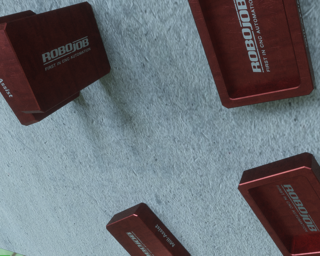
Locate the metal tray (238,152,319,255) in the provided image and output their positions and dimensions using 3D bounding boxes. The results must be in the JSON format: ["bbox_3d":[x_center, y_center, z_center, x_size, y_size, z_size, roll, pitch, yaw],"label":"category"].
[{"bbox_3d":[0.168,0.100,0.376,0.090,0.030,0.130,-27,104,37],"label":"metal tray"}]

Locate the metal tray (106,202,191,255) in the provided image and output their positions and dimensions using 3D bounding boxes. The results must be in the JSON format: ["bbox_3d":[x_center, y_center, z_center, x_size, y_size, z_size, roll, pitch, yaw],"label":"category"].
[{"bbox_3d":[-0.021,0.197,0.537,0.090,0.030,0.130,-33,100,38],"label":"metal tray"}]

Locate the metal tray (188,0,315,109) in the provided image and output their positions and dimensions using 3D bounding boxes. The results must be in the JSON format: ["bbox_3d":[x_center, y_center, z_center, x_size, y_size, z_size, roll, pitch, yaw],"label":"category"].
[{"bbox_3d":[0.089,-0.089,0.301,0.090,0.030,0.129,-9,114,32],"label":"metal tray"}]

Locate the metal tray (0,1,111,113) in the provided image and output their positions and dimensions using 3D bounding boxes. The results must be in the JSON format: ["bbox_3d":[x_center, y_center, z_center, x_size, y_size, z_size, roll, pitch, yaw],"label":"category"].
[{"bbox_3d":[-0.114,-0.083,0.348,0.030,0.131,0.089,-1,118,29],"label":"metal tray"}]

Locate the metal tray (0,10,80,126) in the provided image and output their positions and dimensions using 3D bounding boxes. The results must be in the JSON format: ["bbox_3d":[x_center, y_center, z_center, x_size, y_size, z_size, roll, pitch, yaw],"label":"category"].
[{"bbox_3d":[-0.173,-0.080,0.406,0.030,0.090,0.129,-14,111,34],"label":"metal tray"}]
